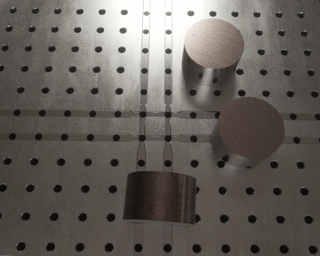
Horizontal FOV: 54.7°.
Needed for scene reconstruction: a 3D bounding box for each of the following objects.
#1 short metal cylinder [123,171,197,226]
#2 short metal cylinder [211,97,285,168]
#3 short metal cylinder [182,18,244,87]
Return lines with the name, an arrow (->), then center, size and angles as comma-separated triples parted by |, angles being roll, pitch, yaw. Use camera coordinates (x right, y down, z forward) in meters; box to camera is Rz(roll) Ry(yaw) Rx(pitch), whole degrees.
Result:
short metal cylinder -> 0.001, 0.082, 0.353 | 0.081, 0.080, 0.050 | 4, 70, 1
short metal cylinder -> 0.110, 0.007, 0.397 | 0.081, 0.050, 0.080 | 0, 70, 0
short metal cylinder -> 0.073, -0.106, 0.438 | 0.081, 0.050, 0.080 | 0, 70, -1
